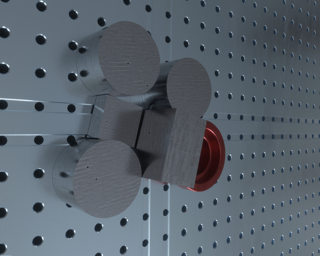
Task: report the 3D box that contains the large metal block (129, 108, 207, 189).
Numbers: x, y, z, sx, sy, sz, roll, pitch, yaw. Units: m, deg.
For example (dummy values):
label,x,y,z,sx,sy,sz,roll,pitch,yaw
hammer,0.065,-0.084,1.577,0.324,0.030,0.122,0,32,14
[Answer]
label,x,y,z,sx,sy,sz,roll,pitch,yaw
large metal block,0.002,0.023,0.371,0.050,0.080,0.080,20,77,-38

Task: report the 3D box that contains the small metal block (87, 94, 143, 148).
label,x,y,z,sx,sy,sz,roll,pitch,yaw
small metal block,-0.052,-0.007,0.365,0.050,0.025,0.050,19,78,-38

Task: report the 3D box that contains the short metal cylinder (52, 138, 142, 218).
label,x,y,z,sx,sy,sz,roll,pitch,yaw
short metal cylinder,-0.067,0.052,0.336,0.081,0.050,0.080,0,90,-40

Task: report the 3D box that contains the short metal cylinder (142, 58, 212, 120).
label,x,y,z,sx,sy,sz,roll,pitch,yaw
short metal cylinder,0.023,-0.049,0.411,0.081,0.050,0.080,0,90,-40

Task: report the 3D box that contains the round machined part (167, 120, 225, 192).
label,x,y,z,sx,sy,sz,roll,pitch,yaw
round machined part,0.044,0.037,0.435,0.099,0.042,0.097,0,90,-40

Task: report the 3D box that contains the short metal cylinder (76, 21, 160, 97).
label,x,y,z,sx,sy,sz,roll,pitch,yaw
short metal cylinder,-0.047,-0.075,0.353,0.081,0.050,0.080,0,90,-40
